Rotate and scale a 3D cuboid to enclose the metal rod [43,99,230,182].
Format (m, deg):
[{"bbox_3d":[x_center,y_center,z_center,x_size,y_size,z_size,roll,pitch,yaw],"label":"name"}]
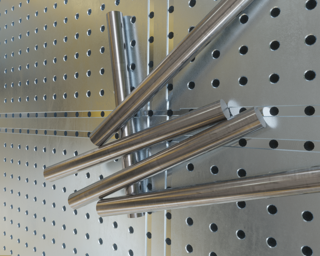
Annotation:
[{"bbox_3d":[-0.050,0.026,0.420,0.300,0.025,0.025,-21,77,28],"label":"metal rod"}]

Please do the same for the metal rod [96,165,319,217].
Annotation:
[{"bbox_3d":[0.040,0.078,0.358,0.300,0.025,0.025,-16,80,33],"label":"metal rod"}]

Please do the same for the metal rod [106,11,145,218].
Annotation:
[{"bbox_3d":[-0.051,-0.023,0.452,0.025,0.025,0.299,-11,83,39],"label":"metal rod"}]

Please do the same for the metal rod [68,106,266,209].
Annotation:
[{"bbox_3d":[-0.012,0.049,0.395,0.299,0.025,0.025,-28,73,29],"label":"metal rod"}]

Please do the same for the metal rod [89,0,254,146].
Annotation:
[{"bbox_3d":[0.010,-0.073,0.382,0.299,0.025,0.025,-42,65,25],"label":"metal rod"}]
